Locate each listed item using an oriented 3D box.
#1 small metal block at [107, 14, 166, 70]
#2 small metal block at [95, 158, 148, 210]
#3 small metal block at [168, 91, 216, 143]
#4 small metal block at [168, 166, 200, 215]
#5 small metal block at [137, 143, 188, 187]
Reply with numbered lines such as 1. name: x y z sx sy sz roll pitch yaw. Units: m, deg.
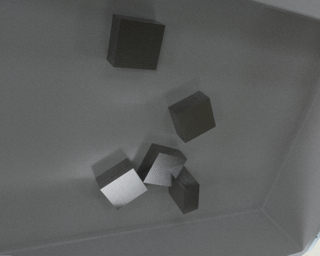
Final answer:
1. small metal block: -0.027 -0.092 0.337 0.050 0.025 0.050 -1 119 -28
2. small metal block: -0.052 0.078 0.428 0.050 0.025 0.050 -33 129 -7
3. small metal block: 0.044 -0.015 0.423 0.050 0.025 0.050 -28 128 -11
4. small metal block: 0.035 0.092 0.468 0.025 0.050 0.050 -15 125 -20
5. small metal block: 0.003 0.054 0.443 0.050 0.025 0.050 16 110 -35
